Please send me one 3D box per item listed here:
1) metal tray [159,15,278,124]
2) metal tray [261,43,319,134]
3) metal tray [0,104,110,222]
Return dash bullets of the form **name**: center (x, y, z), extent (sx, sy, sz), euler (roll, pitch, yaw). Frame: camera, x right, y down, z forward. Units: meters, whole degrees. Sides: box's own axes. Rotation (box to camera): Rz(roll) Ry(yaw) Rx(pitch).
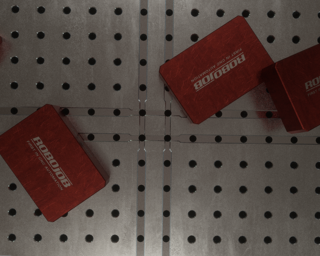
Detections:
- **metal tray**: center (0.075, -0.075, 0.412), extent (0.130, 0.030, 0.090), euler (-33, 90, -1)
- **metal tray**: center (0.203, -0.058, 0.395), extent (0.131, 0.030, 0.090), euler (-24, 90, -18)
- **metal tray**: center (-0.141, 0.045, 0.409), extent (0.090, 0.030, 0.130), euler (-35, 90, -1)
